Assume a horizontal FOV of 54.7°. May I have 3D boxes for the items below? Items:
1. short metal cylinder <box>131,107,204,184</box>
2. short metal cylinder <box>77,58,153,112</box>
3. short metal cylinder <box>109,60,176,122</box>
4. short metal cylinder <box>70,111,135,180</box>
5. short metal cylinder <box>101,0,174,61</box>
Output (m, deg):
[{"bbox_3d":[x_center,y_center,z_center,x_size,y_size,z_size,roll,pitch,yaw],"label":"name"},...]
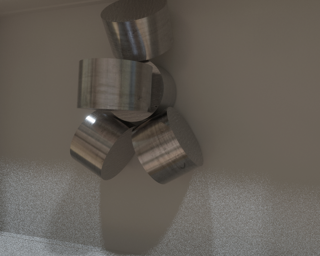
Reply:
[{"bbox_3d":[0.010,0.021,0.376,0.050,0.080,0.080,-30,80,18],"label":"short metal cylinder"},{"bbox_3d":[-0.050,-0.044,0.343,0.080,0.080,0.050,4,91,20],"label":"short metal cylinder"},{"bbox_3d":[-0.025,-0.047,0.403,0.080,0.050,0.080,0,90,20],"label":"short metal cylinder"},{"bbox_3d":[-0.069,0.021,0.404,0.050,0.080,0.080,31,100,18],"label":"short metal cylinder"},{"bbox_3d":[-0.027,-0.125,0.382,0.080,0.080,0.050,4,134,20],"label":"short metal cylinder"}]
